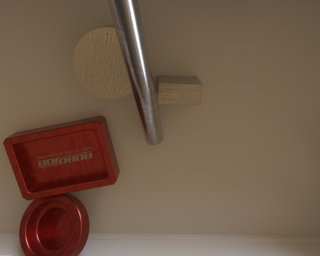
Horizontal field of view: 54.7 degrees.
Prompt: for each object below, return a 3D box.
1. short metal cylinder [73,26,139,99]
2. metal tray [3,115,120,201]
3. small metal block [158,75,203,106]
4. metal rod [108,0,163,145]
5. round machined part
[{"bbox_3d":[-0.056,-0.079,0.368,0.081,0.050,0.079,0,110,-1],"label":"short metal cylinder"},{"bbox_3d":[-0.129,0.041,0.417,0.131,0.030,0.089,-11,105,3],"label":"metal tray"},{"bbox_3d":[0.023,-0.047,0.381,0.050,0.050,0.025,2,110,-1],"label":"small metal block"},{"bbox_3d":[-0.025,-0.078,0.296,0.025,0.025,0.299,-8,142,3],"label":"metal rod"},{"bbox_3d":[-0.142,0.141,0.435,0.098,0.042,0.098,-5,73,17],"label":"round machined part"}]
